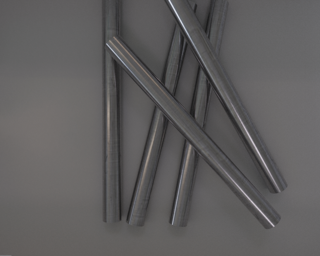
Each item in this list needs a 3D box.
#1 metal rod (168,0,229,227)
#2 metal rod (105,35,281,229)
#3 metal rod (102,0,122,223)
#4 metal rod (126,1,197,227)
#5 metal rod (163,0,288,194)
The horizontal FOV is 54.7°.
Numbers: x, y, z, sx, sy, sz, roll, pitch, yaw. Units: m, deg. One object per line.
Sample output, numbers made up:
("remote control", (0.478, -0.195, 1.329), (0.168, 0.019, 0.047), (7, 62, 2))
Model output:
("metal rod", (0.051, -0.020, 0.411), (0.025, 0.025, 0.298), (11, 90, 0))
("metal rod", (0.041, 0.005, 0.385), (0.025, 0.025, 0.300), (-42, 90, 0))
("metal rod", (-0.064, -0.027, 0.410), (0.025, 0.025, 0.298), (0, 90, 0))
("metal rod", (0.002, -0.019, 0.411), (0.025, 0.025, 0.298), (14, 90, 0))
("metal rod", (0.082, -0.047, 0.390), (0.025, 0.025, 0.299), (-31, 99, 0))
